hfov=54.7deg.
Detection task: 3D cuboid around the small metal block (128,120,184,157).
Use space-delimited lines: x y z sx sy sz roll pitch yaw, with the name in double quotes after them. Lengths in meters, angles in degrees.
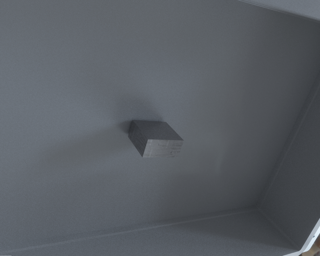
-0.006 0.013 0.394 0.050 0.050 0.025 3 117 -30 "small metal block"
